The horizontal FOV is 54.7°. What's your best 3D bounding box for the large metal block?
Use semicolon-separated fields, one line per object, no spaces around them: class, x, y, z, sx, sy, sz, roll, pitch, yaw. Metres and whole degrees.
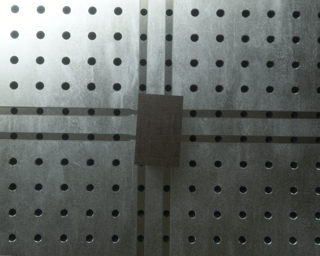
large metal block;-0.001;0.002;0.385;0.050;0.080;0.079;3;90;0
